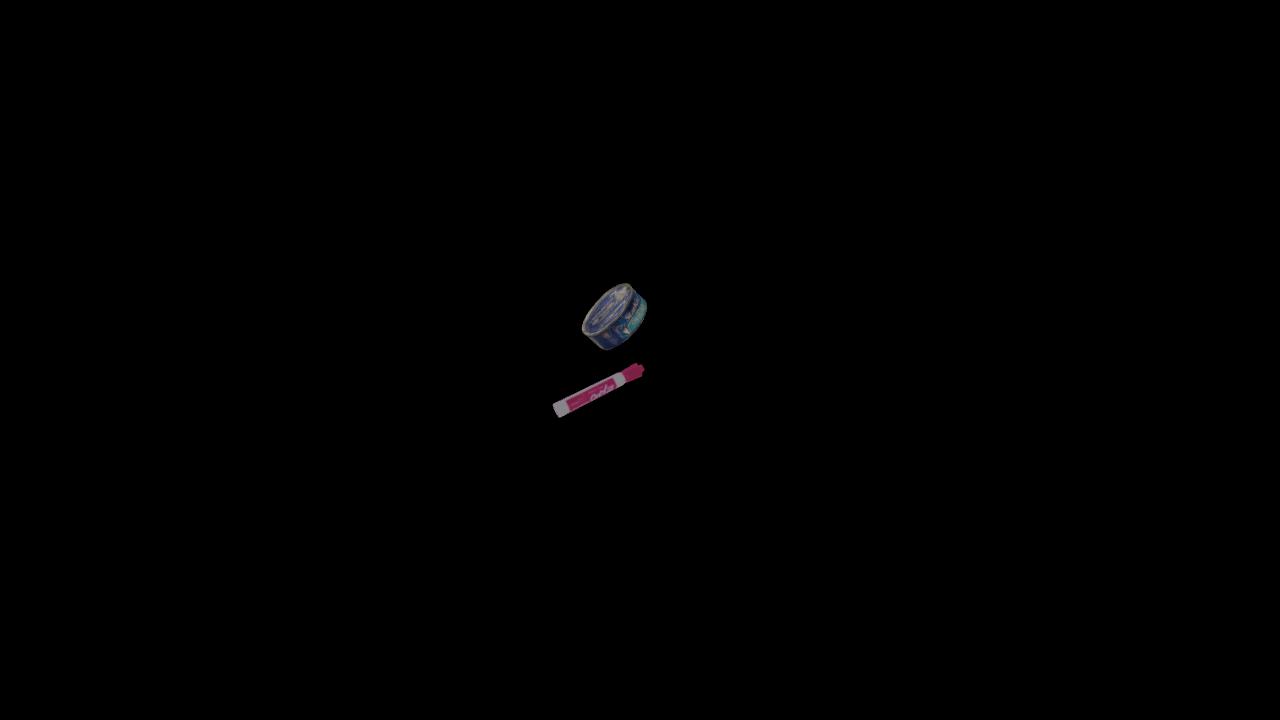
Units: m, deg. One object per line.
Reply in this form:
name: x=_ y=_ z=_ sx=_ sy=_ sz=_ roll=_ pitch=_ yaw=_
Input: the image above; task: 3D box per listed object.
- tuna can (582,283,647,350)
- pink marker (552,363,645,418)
tuna can: x=-0.031 y=-0.053 z=0.768 sx=0.034 sy=0.084 sz=0.084 roll=43 pitch=-23 yaw=-27
pink marker: x=-0.049 y=0.035 z=0.751 sx=0.121 sy=0.020 sz=0.020 roll=-26 pitch=7 yaw=-14
